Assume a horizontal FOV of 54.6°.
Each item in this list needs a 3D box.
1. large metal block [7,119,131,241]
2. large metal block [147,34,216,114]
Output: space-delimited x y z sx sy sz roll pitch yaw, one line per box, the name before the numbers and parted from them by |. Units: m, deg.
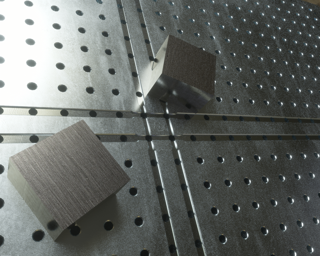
large metal block | -0.091 0.051 0.312 0.080 0.050 0.080 -34 81 -38
large metal block | 0.034 -0.079 0.458 0.080 0.050 0.080 21 54 -16
